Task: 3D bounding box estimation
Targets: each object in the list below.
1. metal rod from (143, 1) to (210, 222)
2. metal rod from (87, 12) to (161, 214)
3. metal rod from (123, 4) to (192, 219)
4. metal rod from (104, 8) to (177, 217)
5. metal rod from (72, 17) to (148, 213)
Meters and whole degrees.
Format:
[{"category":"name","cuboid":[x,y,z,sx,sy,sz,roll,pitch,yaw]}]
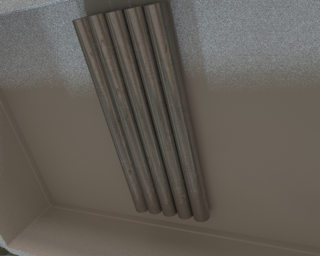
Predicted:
[{"category":"metal rod","cuboid":[0.028,-0.002,0.391,0.025,0.025,0.298,0,119,28]},{"category":"metal rod","cuboid":[-0.040,-0.003,0.426,0.025,0.025,0.298,0,119,28]},{"category":"metal rod","cuboid":[0.006,-0.002,0.403,0.025,0.025,0.298,0,119,28]},{"category":"metal rod","cuboid":[-0.017,-0.003,0.415,0.025,0.025,0.298,0,119,28]},{"category":"metal rod","cuboid":[-0.061,-0.002,0.438,0.025,0.025,0.298,0,119,28]}]
